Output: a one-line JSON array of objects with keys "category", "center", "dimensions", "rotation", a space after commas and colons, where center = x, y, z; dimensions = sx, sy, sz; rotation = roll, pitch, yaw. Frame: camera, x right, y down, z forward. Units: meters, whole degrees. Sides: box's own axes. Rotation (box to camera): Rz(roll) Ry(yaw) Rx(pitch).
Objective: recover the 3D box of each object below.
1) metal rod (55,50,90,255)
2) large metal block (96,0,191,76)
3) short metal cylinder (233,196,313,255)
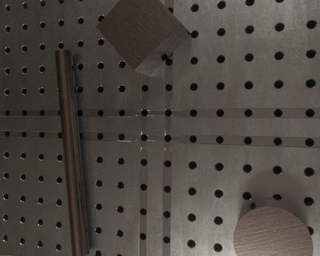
[{"category": "metal rod", "center": [-0.129, 0.035, 0.456], "dimensions": [0.025, 0.025, 0.298], "rotation": [-6, 88, 19]}, {"category": "large metal block", "center": [-0.021, -0.128, 0.406], "dimensions": [0.080, 0.050, 0.080], "rotation": [-43, 77, 14]}, {"category": "short metal cylinder", "center": [0.128, 0.124, 0.354], "dimensions": [0.080, 0.050, 0.079], "rotation": [0, 90, 19]}]
